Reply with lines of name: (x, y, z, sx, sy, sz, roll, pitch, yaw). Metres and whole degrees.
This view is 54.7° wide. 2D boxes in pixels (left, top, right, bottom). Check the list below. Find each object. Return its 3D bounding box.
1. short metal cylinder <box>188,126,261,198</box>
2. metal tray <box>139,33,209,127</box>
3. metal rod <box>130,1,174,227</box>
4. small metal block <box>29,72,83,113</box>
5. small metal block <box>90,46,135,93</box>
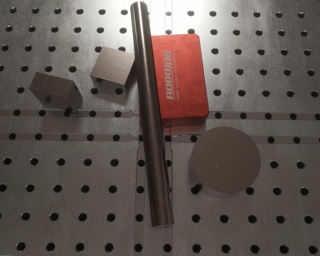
short metal cylinder: (0.077, 0.044, 0.383, 0.081, 0.050, 0.080, 0, 70, 0)
metal tray: (0.015, -0.068, 0.434, 0.091, 0.030, 0.129, -3, 70, -2)
metal rod: (-0.013, -0.032, 0.391, 0.025, 0.025, 0.299, -6, 70, -3)
small metal block: (-0.137, -0.046, 0.414, 0.050, 0.050, 0.025, 14, 71, 4)
small metal block: (-0.065, -0.083, 0.441, 0.050, 0.025, 0.050, 16, 71, 6)
